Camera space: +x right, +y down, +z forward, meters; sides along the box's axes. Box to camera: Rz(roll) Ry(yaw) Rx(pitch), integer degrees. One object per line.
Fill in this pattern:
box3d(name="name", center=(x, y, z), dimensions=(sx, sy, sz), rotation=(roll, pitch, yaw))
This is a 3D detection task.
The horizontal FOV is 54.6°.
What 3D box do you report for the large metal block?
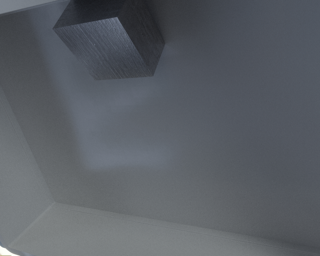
box3d(name="large metal block", center=(-0.052, -0.099, 0.338), dimensions=(0.080, 0.050, 0.080), rotation=(1, 147, 28))
